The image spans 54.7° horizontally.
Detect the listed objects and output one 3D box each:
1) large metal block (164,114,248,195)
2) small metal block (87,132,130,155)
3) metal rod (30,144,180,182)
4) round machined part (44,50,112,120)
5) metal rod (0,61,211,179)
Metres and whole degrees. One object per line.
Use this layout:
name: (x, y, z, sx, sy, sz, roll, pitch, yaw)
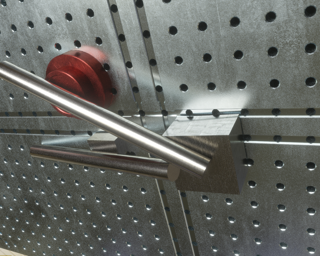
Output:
large metal block: (0.057, 0.031, 0.380, 0.080, 0.050, 0.080, -2, 118, 28)
small metal block: (-0.076, 0.034, 0.471, 0.050, 0.025, 0.050, 0, 118, 28)
metal rod: (-0.101, 0.045, 0.455, 0.300, 0.025, 0.025, 2, 120, 38)
round machined part: (-0.119, -0.053, 0.427, 0.098, 0.042, 0.097, 13, 124, 20)
metal rod: (-0.080, -0.017, 0.379, 0.301, 0.025, 0.025, 25, 127, 15)
